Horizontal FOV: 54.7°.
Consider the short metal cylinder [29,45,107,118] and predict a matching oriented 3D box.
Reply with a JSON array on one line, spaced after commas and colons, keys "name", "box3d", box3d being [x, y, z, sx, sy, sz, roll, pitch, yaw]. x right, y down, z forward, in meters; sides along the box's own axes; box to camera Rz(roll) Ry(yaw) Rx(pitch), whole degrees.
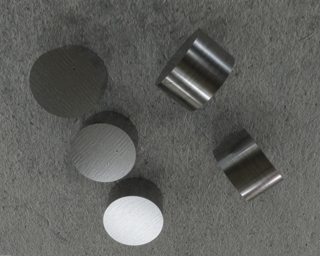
[{"name": "short metal cylinder", "box3d": [-0.107, -0.058, 0.374, 0.081, 0.050, 0.079, 0, 110, 0]}]

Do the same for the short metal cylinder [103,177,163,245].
[{"name": "short metal cylinder", "box3d": [-0.036, 0.117, 0.439, 0.081, 0.050, 0.079, 0, 110, 0]}]

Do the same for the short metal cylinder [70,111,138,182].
[{"name": "short metal cylinder", "box3d": [-0.070, 0.023, 0.404, 0.081, 0.050, 0.079, 0, 110, 0]}]

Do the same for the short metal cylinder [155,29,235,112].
[{"name": "short metal cylinder", "box3d": [0.039, -0.066, 0.356, 0.050, 0.080, 0.080, 37, 106, -13]}]

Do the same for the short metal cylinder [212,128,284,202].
[{"name": "short metal cylinder", "box3d": [0.112, 0.047, 0.398, 0.050, 0.080, 0.080, -37, 106, 13]}]
